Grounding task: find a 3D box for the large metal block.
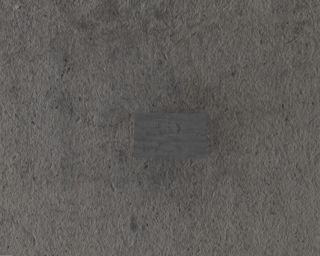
[{"bbox_3d":[0.012,0.008,0.383,0.080,0.080,0.050,1,90,0],"label":"large metal block"}]
